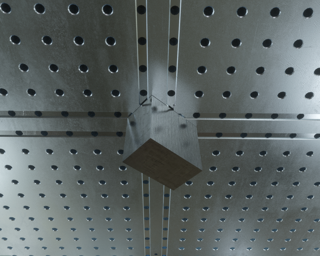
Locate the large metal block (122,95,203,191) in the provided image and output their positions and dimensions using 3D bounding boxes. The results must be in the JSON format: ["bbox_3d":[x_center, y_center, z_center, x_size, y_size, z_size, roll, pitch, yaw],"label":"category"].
[{"bbox_3d":[0.003,0.019,0.391,0.080,0.080,0.050,34,123,-26],"label":"large metal block"}]
